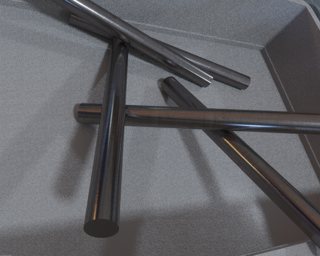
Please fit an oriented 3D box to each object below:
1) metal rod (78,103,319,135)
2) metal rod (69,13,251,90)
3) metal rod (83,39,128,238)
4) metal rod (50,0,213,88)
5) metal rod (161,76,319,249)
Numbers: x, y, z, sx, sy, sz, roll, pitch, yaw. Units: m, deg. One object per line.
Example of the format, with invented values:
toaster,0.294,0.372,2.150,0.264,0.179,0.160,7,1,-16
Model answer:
metal rod,0.057,-0.010,0.357,0.302,0.025,0.025,3,56,5
metal rod,0.012,-0.118,0.485,0.302,0.025,0.025,17,55,-19
metal rod,-0.050,-0.024,0.336,0.025,0.025,0.300,18,36,-18
metal rod,-0.046,-0.131,0.427,0.302,0.025,0.025,24,52,-27
metal rod,0.086,0.022,0.359,0.025,0.025,0.300,-8,40,-32
